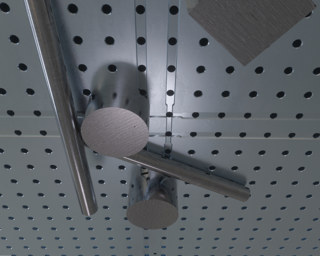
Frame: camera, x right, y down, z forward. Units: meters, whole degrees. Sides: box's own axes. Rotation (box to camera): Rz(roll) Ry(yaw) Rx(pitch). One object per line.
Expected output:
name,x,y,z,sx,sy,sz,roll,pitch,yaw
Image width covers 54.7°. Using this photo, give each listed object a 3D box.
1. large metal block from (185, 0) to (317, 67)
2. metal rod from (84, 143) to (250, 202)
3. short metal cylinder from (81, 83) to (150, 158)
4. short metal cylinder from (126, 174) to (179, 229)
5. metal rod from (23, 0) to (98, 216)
large metal block,0.082,-0.120,0.294,0.080,0.050,0.080,34,122,-26
metal rod,0.005,0.056,0.459,0.302,0.025,0.025,22,127,-18
short metal cylinder,-0.053,-0.009,0.387,0.081,0.050,0.079,0,130,0
short metal cylinder,-0.012,0.118,0.496,0.081,0.050,0.079,0,130,0
metal rod,-0.112,-0.006,0.378,0.025,0.025,0.298,-3,122,2
